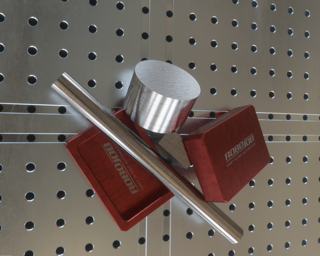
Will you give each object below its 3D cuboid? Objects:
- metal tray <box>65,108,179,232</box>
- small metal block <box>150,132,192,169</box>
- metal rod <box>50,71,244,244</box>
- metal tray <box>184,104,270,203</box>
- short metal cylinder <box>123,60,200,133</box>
[{"bbox_3d":[-0.046,0.050,0.389,0.090,0.030,0.130,-33,101,-17],"label":"metal tray"},{"bbox_3d":[0.015,0.025,0.400,0.050,0.050,0.025,42,77,-15],"label":"small metal block"},{"bbox_3d":[-0.004,0.046,0.375,0.300,0.025,0.025,43,77,-16],"label":"metal rod"},{"bbox_3d":[0.096,0.030,0.414,0.131,0.030,0.090,-27,100,-43],"label":"metal tray"},{"bbox_3d":[0.002,-0.039,0.374,0.081,0.080,0.050,9,129,-20],"label":"short metal cylinder"}]
